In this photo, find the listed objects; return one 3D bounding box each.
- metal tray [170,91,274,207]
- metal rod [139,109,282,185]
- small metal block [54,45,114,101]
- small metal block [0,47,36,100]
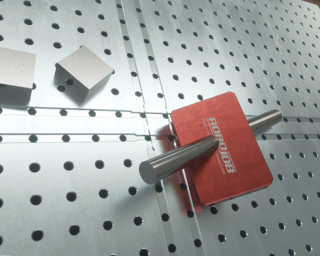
[{"bbox_3d":[0.075,0.026,0.399,0.090,0.030,0.130,-19,68,1],"label":"metal tray"},{"bbox_3d":[0.091,0.013,0.421,0.302,0.025,0.025,-17,71,-44],"label":"metal rod"},{"bbox_3d":[-0.097,-0.072,0.399,0.050,0.025,0.050,40,51,-1],"label":"small metal block"},{"bbox_3d":[-0.172,-0.063,0.354,0.050,0.025,0.050,8,58,-24],"label":"small metal block"}]
